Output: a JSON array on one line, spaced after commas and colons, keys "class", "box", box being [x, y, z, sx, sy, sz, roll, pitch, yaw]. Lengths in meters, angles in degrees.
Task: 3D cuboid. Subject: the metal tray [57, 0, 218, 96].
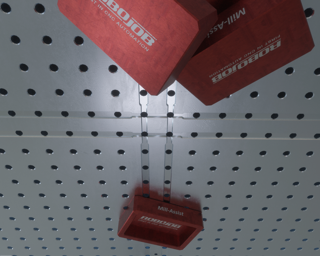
[{"class": "metal tray", "box": [-0.026, -0.101, 0.268, 0.130, 0.030, 0.090, 43, 139, 5]}]

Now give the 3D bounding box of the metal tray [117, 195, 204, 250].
[{"class": "metal tray", "box": [0.000, 0.172, 0.554, 0.131, 0.030, 0.089, 18, 128, -15]}]

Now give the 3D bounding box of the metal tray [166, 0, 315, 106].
[{"class": "metal tray", "box": [0.082, -0.080, 0.319, 0.130, 0.030, 0.090, -29, 147, 22]}]

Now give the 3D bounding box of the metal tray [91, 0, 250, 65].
[{"class": "metal tray", "box": [0.012, -0.128, 0.298, 0.131, 0.030, 0.090, 22, 127, -18]}]
